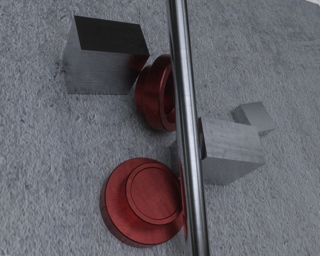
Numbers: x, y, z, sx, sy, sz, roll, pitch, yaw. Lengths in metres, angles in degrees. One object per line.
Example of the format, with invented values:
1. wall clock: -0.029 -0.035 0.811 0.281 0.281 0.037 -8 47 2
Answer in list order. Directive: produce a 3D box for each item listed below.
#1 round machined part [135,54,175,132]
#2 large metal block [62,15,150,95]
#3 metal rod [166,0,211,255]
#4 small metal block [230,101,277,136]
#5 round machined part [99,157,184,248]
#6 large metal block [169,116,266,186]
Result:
1. round machined part: 0.003 -0.046 0.400 0.042 0.097 0.098 11 46 26
2. large metal block: -0.070 -0.085 0.382 0.081 0.080 0.050 -2 62 -29
3. metal rod: 0.029 -0.013 0.340 0.025 0.025 0.299 2 77 -28
4. small metal block: 0.148 -0.012 0.491 0.050 0.025 0.050 -10 67 -32
5. round machined part: -0.012 0.077 0.339 0.099 0.042 0.098 14 56 -21
6. large metal block: 0.068 0.033 0.385 0.081 0.080 0.050 9 58 -24
